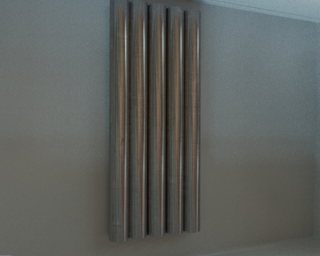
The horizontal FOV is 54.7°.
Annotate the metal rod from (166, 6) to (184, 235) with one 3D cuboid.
[{"bbox_3d":[0.020,-0.010,0.416,0.025,0.025,0.298,0,90,-20],"label":"metal rod"}]

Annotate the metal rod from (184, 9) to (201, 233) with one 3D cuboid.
[{"bbox_3d":[0.043,-0.009,0.425,0.025,0.025,0.298,0,90,-20],"label":"metal rod"}]

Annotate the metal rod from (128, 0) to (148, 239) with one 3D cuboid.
[{"bbox_3d":[-0.029,-0.010,0.399,0.025,0.025,0.298,0,90,-20],"label":"metal rod"}]

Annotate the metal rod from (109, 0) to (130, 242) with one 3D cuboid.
[{"bbox_3d":[-0.051,-0.010,0.390,0.025,0.025,0.298,0,90,-20],"label":"metal rod"}]

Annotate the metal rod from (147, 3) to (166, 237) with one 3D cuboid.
[{"bbox_3d":[-0.005,-0.010,0.407,0.025,0.025,0.298,0,90,-20],"label":"metal rod"}]
